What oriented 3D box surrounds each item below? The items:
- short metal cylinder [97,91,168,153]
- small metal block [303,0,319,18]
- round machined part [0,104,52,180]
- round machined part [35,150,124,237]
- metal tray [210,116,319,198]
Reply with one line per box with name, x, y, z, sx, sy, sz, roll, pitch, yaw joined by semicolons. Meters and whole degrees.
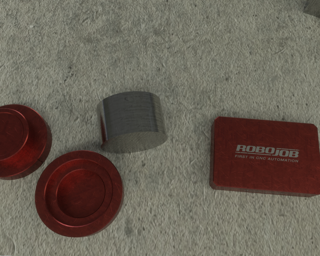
short metal cylinder;-0.035;-0.005;0.380;0.081;0.080;0.050;-9;71;-4
small metal block;0.255;-0.193;0.469;0.050;0.050;0.025;21;72;7
round machined part;-0.193;0.014;0.392;0.099;0.042;0.098;0;70;-1
round machined part;-0.092;0.079;0.369;0.099;0.042;0.098;0;70;-1
metal tray;0.132;0.036;0.394;0.131;0.030;0.090;5;70;1
